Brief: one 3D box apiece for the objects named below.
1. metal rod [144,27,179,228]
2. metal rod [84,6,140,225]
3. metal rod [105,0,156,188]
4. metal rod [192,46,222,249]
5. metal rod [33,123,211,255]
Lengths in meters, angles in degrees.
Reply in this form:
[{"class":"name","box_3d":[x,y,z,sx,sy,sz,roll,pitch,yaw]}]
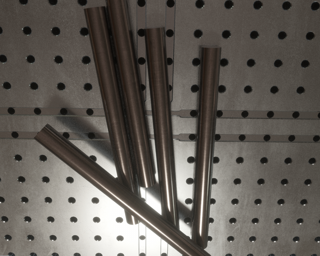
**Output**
[{"class":"metal rod","box_3d":[0.006,0.020,0.420,0.025,0.025,0.298,-5,110,1]},{"class":"metal rod","box_3d":[-0.057,-0.002,0.412,0.025,0.025,0.298,-7,110,2]},{"class":"metal rod","box_3d":[-0.038,-0.060,0.390,0.025,0.025,0.298,-7,110,2]},{"class":"metal rod","box_3d":[0.062,0.041,0.429,0.025,0.025,0.298,0,110,-1]},{"class":"metal rod","box_3d":[-0.040,0.101,0.422,0.300,0.025,0.025,42,105,-14]}]
